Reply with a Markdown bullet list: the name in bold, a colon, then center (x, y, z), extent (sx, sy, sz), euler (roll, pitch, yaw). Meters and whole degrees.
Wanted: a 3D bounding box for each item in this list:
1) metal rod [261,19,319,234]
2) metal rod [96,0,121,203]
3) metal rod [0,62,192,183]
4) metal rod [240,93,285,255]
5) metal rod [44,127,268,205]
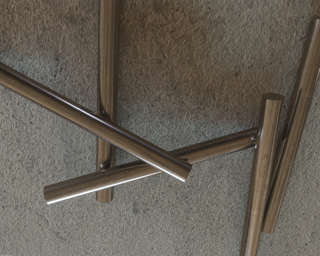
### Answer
- **metal rod**: center (0.176, 0.012, 0.415), extent (0.025, 0.025, 0.298), euler (6, 110, -2)
- **metal rod**: center (-0.067, -0.039, 0.394), extent (0.025, 0.025, 0.298), euler (4, 110, -2)
- **metal rod**: center (-0.099, -0.015, 0.380), extent (0.301, 0.025, 0.025), euler (28, 108, -1)
- **metal rod**: center (0.134, 0.096, 0.427), extent (0.025, 0.025, 0.298), euler (-1, 117, 0)
- **metal rod**: center (-0.001, 0.047, 0.408), extent (0.302, 0.025, 0.025), euler (-16, 110, -2)
